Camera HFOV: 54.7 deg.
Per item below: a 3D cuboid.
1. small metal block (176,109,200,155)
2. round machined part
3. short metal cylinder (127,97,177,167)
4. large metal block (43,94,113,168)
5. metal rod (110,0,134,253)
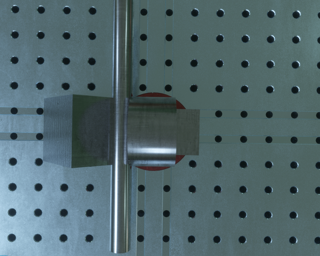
[{"bbox_3d":[0.030,0.004,0.359,0.025,0.050,0.050,1,90,0],"label":"small metal block"},{"bbox_3d":[-0.008,0.004,0.404,0.099,0.042,0.097,0,90,-1],"label":"round machined part"},{"bbox_3d":[-0.008,0.004,0.356,0.050,0.080,0.079,1,90,0],"label":"short metal cylinder"},{"bbox_3d":[-0.102,0.003,0.379,0.050,0.080,0.079,1,90,-42],"label":"large metal block"},{"bbox_3d":[-0.046,-0.004,0.371,0.025,0.025,0.298,1,90,-1],"label":"metal rod"}]
